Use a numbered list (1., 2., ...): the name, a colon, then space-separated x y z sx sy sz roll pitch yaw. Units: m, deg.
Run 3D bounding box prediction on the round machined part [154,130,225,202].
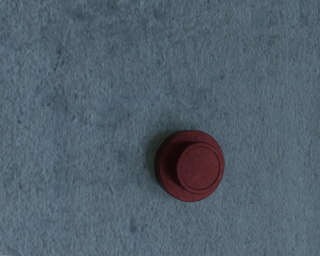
1. round machined part: 0.046 0.052 0.418 0.099 0.042 0.097 0 90 -21
